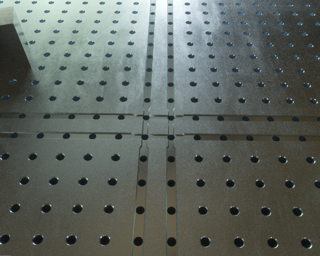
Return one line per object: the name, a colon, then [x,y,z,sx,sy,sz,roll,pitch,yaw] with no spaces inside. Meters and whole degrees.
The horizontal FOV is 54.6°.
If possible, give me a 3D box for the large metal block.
large metal block: [-0.257,-0.135,0.484,0.081,0.080,0.050,-13,51,-11]
